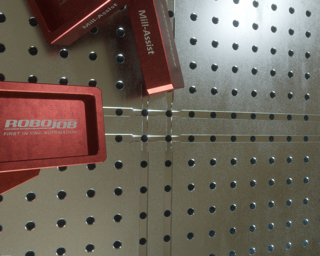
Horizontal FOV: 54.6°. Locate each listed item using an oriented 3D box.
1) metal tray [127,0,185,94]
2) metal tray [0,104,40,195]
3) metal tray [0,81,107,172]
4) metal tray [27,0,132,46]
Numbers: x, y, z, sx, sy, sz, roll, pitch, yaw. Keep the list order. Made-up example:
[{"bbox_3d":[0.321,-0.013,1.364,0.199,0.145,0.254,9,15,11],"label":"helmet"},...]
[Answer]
[{"bbox_3d":[-0.004,-0.109,0.375,0.030,0.090,0.129,-12,95,14],"label":"metal tray"},{"bbox_3d":[-0.210,0.039,0.333,0.131,0.030,0.090,-28,99,-18],"label":"metal tray"},{"bbox_3d":[-0.127,-0.001,0.338,0.131,0.030,0.090,-2,83,-36],"label":"metal tray"},{"bbox_3d":[-0.084,-0.159,0.329,0.130,0.030,0.090,-26,89,24],"label":"metal tray"}]
